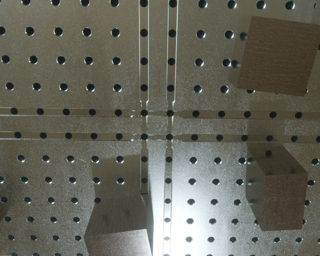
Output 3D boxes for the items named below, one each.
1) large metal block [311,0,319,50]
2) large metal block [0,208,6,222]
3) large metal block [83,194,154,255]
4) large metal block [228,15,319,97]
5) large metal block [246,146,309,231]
[{"bbox_3d":[0.226,-0.127,0.355,0.080,0.050,0.079,5,110,-2],"label":"large metal block"},{"bbox_3d":[-0.283,0.145,0.435,0.080,0.080,0.050,-28,108,10],"label":"large metal block"},{"bbox_3d":[-0.053,0.141,0.436,0.080,0.080,0.050,-8,110,3],"label":"large metal block"},{"bbox_3d":[0.133,-0.087,0.369,0.080,0.050,0.079,7,110,-3],"label":"large metal block"},{"bbox_3d":[0.151,0.078,0.414,0.050,0.080,0.080,-3,110,1],"label":"large metal block"}]
